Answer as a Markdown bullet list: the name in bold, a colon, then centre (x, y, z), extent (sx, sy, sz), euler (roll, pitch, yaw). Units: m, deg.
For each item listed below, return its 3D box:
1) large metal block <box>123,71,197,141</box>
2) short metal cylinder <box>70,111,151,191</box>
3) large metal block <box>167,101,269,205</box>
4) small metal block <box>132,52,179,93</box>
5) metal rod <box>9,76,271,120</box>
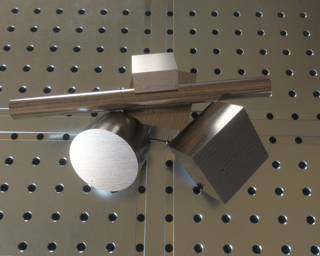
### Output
- **large metal block**: centre (0.000, -0.031, 0.406), extent (0.080, 0.050, 0.080), euler (10, 70, 3)
- **short metal cylinder**: centre (-0.056, 0.026, 0.362), extent (0.080, 0.079, 0.050), euler (18, 28, 6)
- **large metal block**: centre (0.070, 0.027, 0.363), extent (0.080, 0.050, 0.080), euler (-43, 120, -14)
- **small metal block**: centre (-0.007, -0.066, 0.366), extent (0.050, 0.025, 0.050), euler (-5, 35, -2)
- **metal rod**: centre (-0.021, -0.036, 0.368), extent (0.302, 0.025, 0.025), euler (-5, 70, -2)
